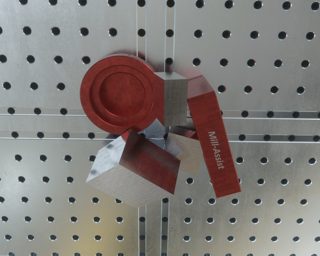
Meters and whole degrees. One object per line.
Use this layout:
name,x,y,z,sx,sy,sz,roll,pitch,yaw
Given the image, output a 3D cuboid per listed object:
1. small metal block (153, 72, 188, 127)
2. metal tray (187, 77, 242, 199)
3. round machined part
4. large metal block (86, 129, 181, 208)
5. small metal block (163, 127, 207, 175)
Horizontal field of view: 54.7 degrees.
small metal block,0.010,-0.034,0.344,0.025,0.050,0.050,-5,109,-14
metal tray,0.062,0.009,0.383,0.030,0.090,0.129,-17,110,6
round machined part,-0.046,-0.044,0.387,0.099,0.042,0.097,0,110,-1
large metal block,-0.034,0.056,0.396,0.080,0.050,0.080,34,139,-23
small metal block,0.033,0.030,0.419,0.050,0.025,0.050,15,114,5
